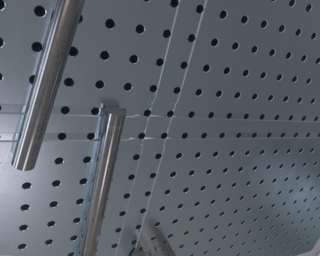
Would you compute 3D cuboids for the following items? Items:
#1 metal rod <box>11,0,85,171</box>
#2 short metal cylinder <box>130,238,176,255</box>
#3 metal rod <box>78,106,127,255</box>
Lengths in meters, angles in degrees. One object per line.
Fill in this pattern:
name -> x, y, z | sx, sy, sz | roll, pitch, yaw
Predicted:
metal rod -> -0.098, -0.087, 0.303 | 0.025, 0.025, 0.298 | 11, 113, -33
short metal cylinder -> -0.008, 0.240, 0.539 | 0.081, 0.050, 0.079 | -14, 124, -21
metal rod -> -0.088, 0.110, 0.431 | 0.025, 0.025, 0.298 | 1, 118, -29
